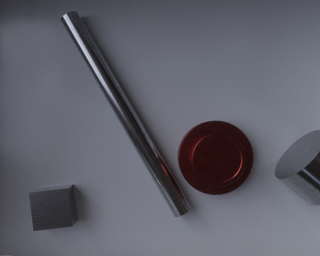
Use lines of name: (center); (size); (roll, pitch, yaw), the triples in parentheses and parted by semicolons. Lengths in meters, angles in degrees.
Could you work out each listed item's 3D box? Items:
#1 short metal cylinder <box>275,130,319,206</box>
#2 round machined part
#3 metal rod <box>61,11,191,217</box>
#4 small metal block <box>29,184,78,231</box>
short metal cylinder: (0.192, 0.049, 0.387); (0.050, 0.080, 0.080); (41, 90, -1)
round machined part: (0.073, 0.039, 0.404); (0.099, 0.042, 0.097); (0, 90, -1)
metal rod: (-0.045, -0.018, 0.410); (0.025, 0.025, 0.299); (-30, 90, 0)
small metal block: (-0.140, 0.105, 0.410); (0.050, 0.025, 0.050); (-7, 90, -1)
